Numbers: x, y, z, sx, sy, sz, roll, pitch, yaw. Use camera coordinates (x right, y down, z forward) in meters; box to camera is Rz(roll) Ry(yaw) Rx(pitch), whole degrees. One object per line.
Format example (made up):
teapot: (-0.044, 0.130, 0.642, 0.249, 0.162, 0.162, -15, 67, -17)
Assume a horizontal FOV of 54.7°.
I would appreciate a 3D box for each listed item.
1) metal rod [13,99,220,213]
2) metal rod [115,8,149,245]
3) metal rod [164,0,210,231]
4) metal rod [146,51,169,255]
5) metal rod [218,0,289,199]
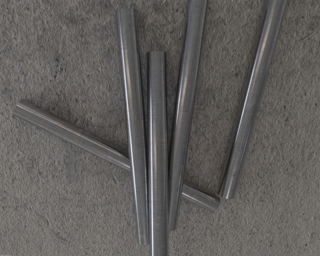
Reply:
metal rod: (-0.051, 0.042, 0.424, 0.301, 0.025, 0.025, 28, 108, -10)
metal rod: (-0.029, 0.008, 0.392, 0.025, 0.025, 0.298, -4, 103, 1)
metal rod: (0.028, -0.009, 0.390, 0.025, 0.025, 0.298, 6, 104, -2)
metal rod: (-0.002, 0.057, 0.392, 0.025, 0.025, 0.298, -1, 96, 0)
metal rod: (0.118, -0.043, 0.394, 0.025, 0.025, 0.298, 8, 110, -3)
